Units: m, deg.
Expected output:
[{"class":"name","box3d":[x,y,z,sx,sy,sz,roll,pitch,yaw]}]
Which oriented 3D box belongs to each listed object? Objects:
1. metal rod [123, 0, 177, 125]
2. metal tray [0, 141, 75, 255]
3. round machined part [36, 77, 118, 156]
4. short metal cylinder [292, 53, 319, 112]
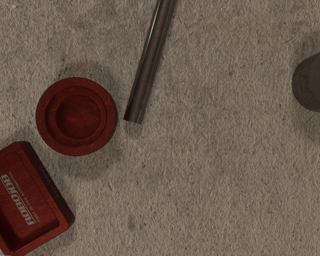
[{"class":"metal rod","box3d":[0.004,-0.151,0.409,0.025,0.025,0.298,16,90,-1]},{"class":"metal tray","box3d":[-0.184,0.093,0.405,0.090,0.030,0.130,-31,90,-1]},{"class":"round machined part","box3d":[-0.103,-0.014,0.400,0.099,0.042,0.097,0,90,-1]},{"class":"short metal cylinder","box3d":[0.221,-0.061,0.400,0.081,0.050,0.079,0,90,-1]}]
